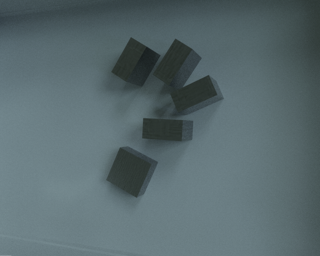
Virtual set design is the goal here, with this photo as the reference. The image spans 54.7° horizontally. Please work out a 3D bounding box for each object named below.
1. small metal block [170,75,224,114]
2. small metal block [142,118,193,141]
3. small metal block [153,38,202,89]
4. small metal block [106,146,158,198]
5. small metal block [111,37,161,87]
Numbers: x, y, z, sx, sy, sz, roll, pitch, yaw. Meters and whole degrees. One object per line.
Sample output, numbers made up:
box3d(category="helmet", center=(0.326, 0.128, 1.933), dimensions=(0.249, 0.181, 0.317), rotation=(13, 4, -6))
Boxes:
box3d(category="small metal block", center=(0.047, -0.039, 0.381), dimensions=(0.050, 0.050, 0.025), rotation=(-24, 82, 18))
box3d(category="small metal block", center=(0.011, 0.002, 0.393), dimensions=(0.050, 0.050, 0.025), rotation=(4, 91, 20))
box3d(category="small metal block", center=(0.023, -0.078, 0.389), dimensions=(0.025, 0.050, 0.050), rotation=(37, 102, 16))
box3d(category="small metal block", center=(-0.038, 0.059, 0.424), dimensions=(0.050, 0.025, 0.050), rotation=(26, 99, 18))
box3d(category="small metal block", center=(-0.030, -0.085, 0.408), dimensions=(0.025, 0.050, 0.050), rotation=(35, 101, 16))
